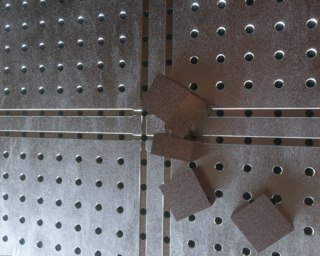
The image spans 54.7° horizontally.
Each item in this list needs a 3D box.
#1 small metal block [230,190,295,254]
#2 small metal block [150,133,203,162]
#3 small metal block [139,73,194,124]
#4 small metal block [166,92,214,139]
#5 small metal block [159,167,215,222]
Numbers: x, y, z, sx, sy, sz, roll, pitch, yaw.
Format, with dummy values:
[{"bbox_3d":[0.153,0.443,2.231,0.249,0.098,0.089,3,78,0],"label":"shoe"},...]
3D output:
[{"bbox_3d":[0.122,0.111,0.370,0.050,0.025,0.050,-42,77,15],"label":"small metal block"},{"bbox_3d":[0.022,0.023,0.391,0.050,0.050,0.025,11,94,19],"label":"small metal block"},{"bbox_3d":[0.010,-0.037,0.408,0.050,0.025,0.050,34,101,16],"label":"small metal block"},{"bbox_3d":[0.039,-0.014,0.385,0.025,0.050,0.050,36,101,16],"label":"small metal block"},{"bbox_3d":[0.035,0.085,0.400,0.050,0.025,0.050,-30,81,17],"label":"small metal block"}]
